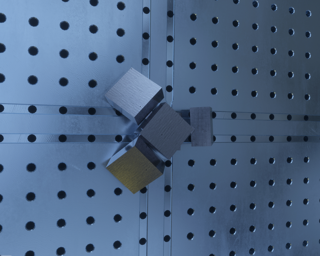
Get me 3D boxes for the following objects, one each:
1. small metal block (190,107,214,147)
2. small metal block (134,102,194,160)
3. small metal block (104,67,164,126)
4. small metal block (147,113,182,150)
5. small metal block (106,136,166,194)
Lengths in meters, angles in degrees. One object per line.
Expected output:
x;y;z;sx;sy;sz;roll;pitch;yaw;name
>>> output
0.057;-0.002;0.417;0.025;0.050;0.050;-2;91;13;small metal block
0.005;0.004;0.387;0.050;0.025;0.050;43;76;-16;small metal block
-0.031;-0.040;0.388;0.050;0.025;0.050;36;75;20;small metal block
0.000;0.004;0.412;0.050;0.025;0.050;2;92;-20;small metal block
-0.030;0.047;0.388;0.050;0.025;0.050;-38;105;22;small metal block
